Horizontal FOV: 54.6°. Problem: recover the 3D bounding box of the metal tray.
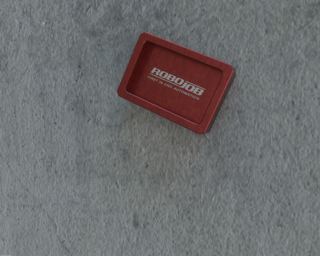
[{"bbox_3d":[0.019,-0.058,0.399,0.130,0.030,0.090,26,99,18],"label":"metal tray"}]
